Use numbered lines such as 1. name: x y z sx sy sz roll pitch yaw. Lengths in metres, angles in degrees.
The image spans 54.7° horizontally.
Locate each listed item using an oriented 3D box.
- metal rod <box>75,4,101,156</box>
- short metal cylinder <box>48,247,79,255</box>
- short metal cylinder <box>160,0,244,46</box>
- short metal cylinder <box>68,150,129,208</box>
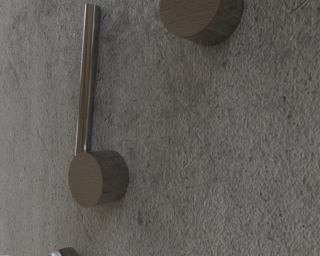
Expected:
1. metal rod: -0.120 -0.045 0.503 0.025 0.025 0.298 8 95 39
2. short metal cylinder: -0.160 0.242 0.501 0.050 0.081 0.079 41 115 32
3. short metal cylinder: 0.047 -0.138 0.350 0.080 0.050 0.079 0 90 40
4. short metal cylinder: -0.093 0.075 0.465 0.080 0.050 0.079 0 90 40
